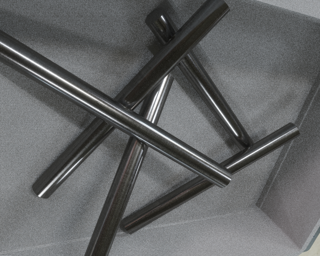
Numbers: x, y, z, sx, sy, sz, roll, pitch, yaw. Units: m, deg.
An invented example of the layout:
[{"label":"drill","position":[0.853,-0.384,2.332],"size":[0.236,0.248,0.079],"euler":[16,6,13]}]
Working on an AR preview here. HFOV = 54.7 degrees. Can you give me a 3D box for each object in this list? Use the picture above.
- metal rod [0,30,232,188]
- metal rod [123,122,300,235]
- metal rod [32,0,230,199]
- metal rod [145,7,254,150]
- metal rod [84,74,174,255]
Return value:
[{"label":"metal rod","position":[-0.039,-0.010,0.329],"size":[0.301,0.025,0.025],"euler":[31,101,-22]},{"label":"metal rod","position":[0.079,0.077,0.480],"size":[0.301,0.025,0.025],"euler":[-30,129,-1]},{"label":"metal rod","position":[-0.040,-0.027,0.350],"size":[0.299,0.025,0.025],"euler":[-45,130,11]},{"label":"metal rod","position":[0.075,-0.038,0.428],"size":[0.025,0.025,0.300],"euler":[-43,130,1]},{"label":"metal rod","position":[-0.046,0.075,0.357],"size":[0.025,0.025,0.299],"euler":[26,81,-37]}]
